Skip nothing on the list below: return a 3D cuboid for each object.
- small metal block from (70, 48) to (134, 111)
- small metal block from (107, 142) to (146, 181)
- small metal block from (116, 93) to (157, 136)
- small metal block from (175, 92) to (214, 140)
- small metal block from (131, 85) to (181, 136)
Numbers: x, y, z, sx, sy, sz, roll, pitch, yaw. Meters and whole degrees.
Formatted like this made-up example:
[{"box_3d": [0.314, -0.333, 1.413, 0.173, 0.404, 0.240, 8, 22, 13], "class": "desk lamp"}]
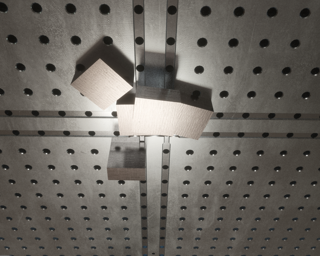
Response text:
[{"box_3d": [-0.067, -0.056, 0.363, 0.050, 0.025, 0.050, -34, 123, 25], "class": "small metal block"}, {"box_3d": [-0.045, 0.046, 0.434, 0.050, 0.050, 0.025, 1, 130, -2], "class": "small metal block"}, {"box_3d": [-0.027, -0.017, 0.397, 0.050, 0.025, 0.050, -1, 130, 0], "class": "small metal block"}, {"box_3d": [0.034, -0.016, 0.399, 0.050, 0.025, 0.050, 14, 129, -12], "class": "small metal block"}, {"box_3d": [-0.005, -0.019, 0.362, 0.050, 0.025, 0.050, 6, 130, -6], "class": "small metal block"}]
